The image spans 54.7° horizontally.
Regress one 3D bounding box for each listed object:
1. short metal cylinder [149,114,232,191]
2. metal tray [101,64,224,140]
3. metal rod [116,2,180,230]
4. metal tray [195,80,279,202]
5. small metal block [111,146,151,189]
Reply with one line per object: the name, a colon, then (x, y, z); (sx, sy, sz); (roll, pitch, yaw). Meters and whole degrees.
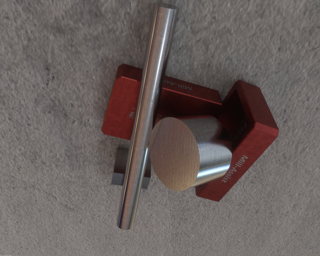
short metal cylinder: (0.032, 0.025, 0.347); (0.050, 0.080, 0.079); (-7, 140, -39)
metal tray: (0.001, -0.019, 0.388); (0.131, 0.030, 0.089); (14, 129, -12)
metal rod: (-0.022, 0.010, 0.366); (0.025, 0.025, 0.298); (8, 121, -7)
metal tray: (0.084, 0.018, 0.382); (0.030, 0.090, 0.129); (18, 128, -15)
small metal block: (-0.040, 0.056, 0.439); (0.050, 0.050, 0.025); (10, 129, -9)
